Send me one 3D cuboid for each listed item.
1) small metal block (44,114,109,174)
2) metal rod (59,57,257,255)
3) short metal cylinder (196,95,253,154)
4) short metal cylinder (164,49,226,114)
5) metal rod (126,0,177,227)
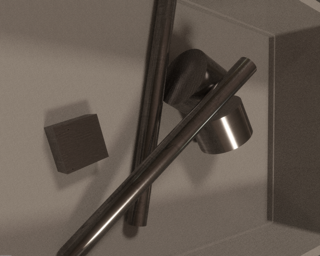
[{"bbox_3d":[-0.089,0.016,0.333,0.050,0.025,0.050,-23,105,-38],"label":"small metal block"},{"bbox_3d":[0.005,0.030,0.353,0.300,0.025,0.025,-46,120,-9],"label":"metal rod"},{"bbox_3d":[0.086,-0.006,0.445,0.080,0.080,0.050,-40,115,-33],"label":"short metal cylinder"},{"bbox_3d":[0.046,-0.057,0.412,0.050,0.080,0.080,27,73,-37],"label":"short metal cylinder"},{"bbox_3d":[-0.009,-0.028,0.400,0.025,0.025,0.298,13,82,-40],"label":"metal rod"}]
